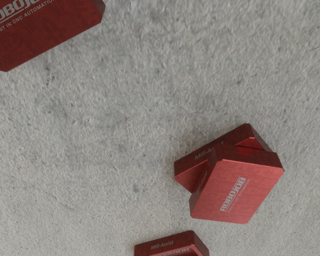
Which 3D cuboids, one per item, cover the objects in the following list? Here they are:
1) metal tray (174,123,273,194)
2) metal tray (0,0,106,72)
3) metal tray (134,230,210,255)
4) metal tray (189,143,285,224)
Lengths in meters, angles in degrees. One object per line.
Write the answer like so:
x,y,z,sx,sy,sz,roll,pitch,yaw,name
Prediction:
0.097,0.058,0.455,0.130,0.030,0.090,-32,124,24,metal tray
-0.132,-0.120,0.300,0.130,0.030,0.090,-21,127,17,metal tray
0.024,0.255,0.621,0.130,0.030,0.090,-21,127,16,metal tray
0.102,0.083,0.437,0.091,0.030,0.129,9,130,-9,metal tray
